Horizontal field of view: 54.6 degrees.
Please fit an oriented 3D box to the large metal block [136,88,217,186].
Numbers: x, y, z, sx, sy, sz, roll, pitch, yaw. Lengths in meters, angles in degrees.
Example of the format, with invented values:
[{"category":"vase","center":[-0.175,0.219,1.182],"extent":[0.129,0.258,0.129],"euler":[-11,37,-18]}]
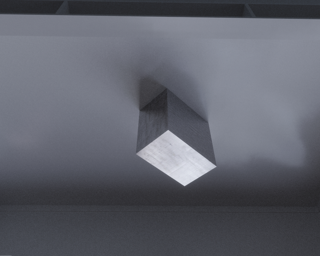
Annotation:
[{"category":"large metal block","center":[0.019,0.011,0.382],"extent":[0.080,0.080,0.050],"euler":[37,121,-27]}]
